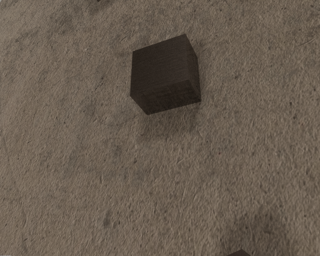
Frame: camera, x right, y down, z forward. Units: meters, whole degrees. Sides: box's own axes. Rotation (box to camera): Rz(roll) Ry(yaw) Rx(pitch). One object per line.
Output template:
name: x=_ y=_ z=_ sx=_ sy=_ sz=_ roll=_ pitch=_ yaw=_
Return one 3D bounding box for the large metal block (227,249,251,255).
large metal block: x=0.067 y=0.150 z=0.241 sx=0.050 sy=0.080 sz=0.080 roll=-29 pitch=52 yaw=10

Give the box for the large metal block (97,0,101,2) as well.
large metal block: x=-0.120 y=-0.324 z=0.647 sx=0.080 sy=0.050 sz=0.080 roll=-32 pitch=52 yaw=7

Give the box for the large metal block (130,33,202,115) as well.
large metal block: x=0.008 y=-0.072 z=0.427 sx=0.080 sy=0.050 sz=0.080 roll=-13 pitch=56 yaw=20
